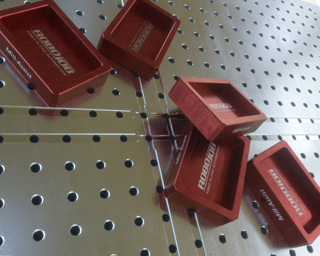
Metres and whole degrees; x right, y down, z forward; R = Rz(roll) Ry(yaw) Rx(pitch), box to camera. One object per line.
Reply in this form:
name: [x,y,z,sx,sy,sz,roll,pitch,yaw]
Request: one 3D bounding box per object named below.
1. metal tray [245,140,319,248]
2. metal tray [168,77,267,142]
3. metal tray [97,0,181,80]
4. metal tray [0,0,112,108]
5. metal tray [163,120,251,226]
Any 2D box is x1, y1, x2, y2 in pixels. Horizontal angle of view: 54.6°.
metal tray: [0.186,0.090,0.448,0.091,0.030,0.130,-22,74,-36]
metal tray: [0.084,-0.030,0.432,0.131,0.030,0.090,-8,51,-49]
metal tray: [-0.028,-0.144,0.477,0.090,0.030,0.130,30,52,-9]
metal tray: [-0.137,-0.097,0.390,0.130,0.030,0.091,49,51,6]
metal tray: [0.067,0.049,0.409,0.090,0.030,0.130,29,52,-9]
